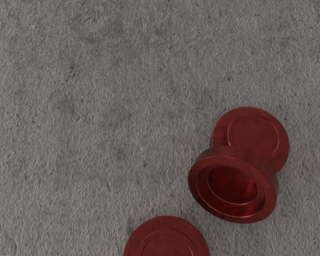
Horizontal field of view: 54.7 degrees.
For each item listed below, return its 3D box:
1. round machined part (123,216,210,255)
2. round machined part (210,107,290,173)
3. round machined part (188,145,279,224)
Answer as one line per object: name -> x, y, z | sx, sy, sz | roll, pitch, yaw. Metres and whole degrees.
round machined part -> 0.008, 0.148, 0.345 | 0.099, 0.042, 0.098 | 0, 70, 0
round machined part -> 0.116, 0.017, 0.393 | 0.099, 0.042, 0.098 | 0, 70, 0
round machined part -> 0.085, 0.060, 0.356 | 0.098, 0.097, 0.042 | 28, 42, 10
